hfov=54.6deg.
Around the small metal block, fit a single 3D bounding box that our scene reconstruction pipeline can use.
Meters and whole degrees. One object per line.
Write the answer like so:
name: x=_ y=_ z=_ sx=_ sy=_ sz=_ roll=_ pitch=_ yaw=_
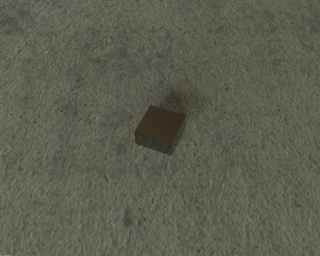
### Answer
small metal block: x=0.001 y=0.002 z=0.402 sx=0.050 sy=0.025 sz=0.050 roll=17 pitch=52 yaw=14
